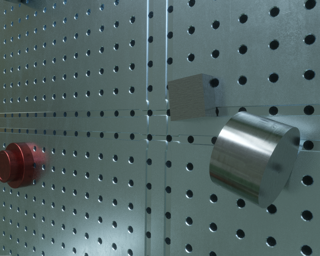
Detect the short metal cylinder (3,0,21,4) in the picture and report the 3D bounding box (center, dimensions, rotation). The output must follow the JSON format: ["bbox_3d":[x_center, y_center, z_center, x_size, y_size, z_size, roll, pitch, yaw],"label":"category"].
[{"bbox_3d":[-0.327,-0.300,0.644,0.080,0.081,0.050,39,114,33],"label":"short metal cylinder"}]

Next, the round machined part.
[{"bbox_3d":[-0.313,0.080,0.657,0.098,0.042,0.097,0,90,40],"label":"round machined part"}]

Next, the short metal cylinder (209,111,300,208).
[{"bbox_3d":[0.092,0.029,0.298,0.050,0.081,0.079,24,105,37],"label":"short metal cylinder"}]

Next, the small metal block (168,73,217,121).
[{"bbox_3d":[0.039,-0.035,0.378,0.050,0.025,0.050,-7,86,39],"label":"small metal block"}]
